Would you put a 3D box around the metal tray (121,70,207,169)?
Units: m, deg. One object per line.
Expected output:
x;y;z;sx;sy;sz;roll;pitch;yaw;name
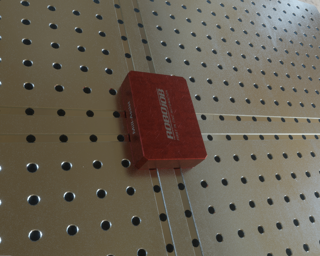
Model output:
0.004;-0.012;0.415;0.091;0.030;0.130;2;61;-28;metal tray
